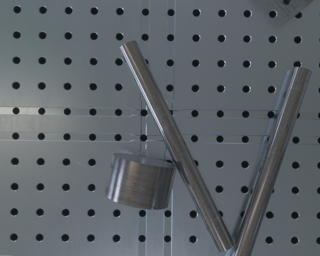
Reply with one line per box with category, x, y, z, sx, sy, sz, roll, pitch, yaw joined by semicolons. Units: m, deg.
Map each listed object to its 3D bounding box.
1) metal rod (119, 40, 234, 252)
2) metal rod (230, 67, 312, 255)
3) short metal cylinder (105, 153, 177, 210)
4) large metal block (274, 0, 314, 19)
metal rod;0.022;0.024;0.413;0.025;0.025;0.299;-26;90;0
metal rod;0.143;0.064;0.414;0.025;0.025;0.298;18;90;0
short metal cylinder;-0.024;0.064;0.386;0.080;0.080;0.050;12;90;0
large metal block;0.183;-0.206;0.402;0.080;0.050;0.080;-43;90;0
